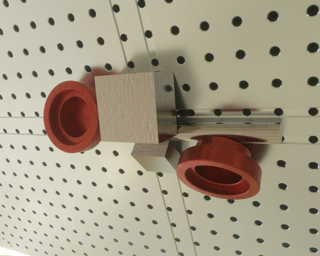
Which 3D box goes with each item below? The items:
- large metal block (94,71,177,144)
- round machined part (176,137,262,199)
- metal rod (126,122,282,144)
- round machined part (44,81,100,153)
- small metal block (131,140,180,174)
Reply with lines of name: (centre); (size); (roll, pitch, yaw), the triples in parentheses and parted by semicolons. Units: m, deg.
large metal block: (-0.028, -0.026, 0.379); (0.080, 0.050, 0.079); (1, 101, 27)
round machined part: (0.072, 0.046, 0.375); (0.098, 0.042, 0.098); (14, 148, 9)
metal rod: (0.002, 0.004, 0.414); (0.300, 0.025, 0.025); (1, 119, 27)
round machined part: (-0.112, -0.015, 0.433); (0.098, 0.042, 0.097); (1, 93, 28)
small metal block: (-0.003, 0.039, 0.425); (0.050, 0.025, 0.050); (1, 148, 28)
